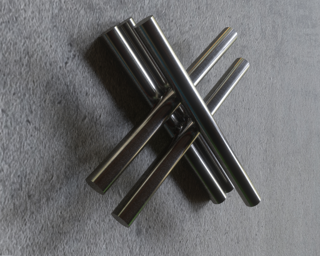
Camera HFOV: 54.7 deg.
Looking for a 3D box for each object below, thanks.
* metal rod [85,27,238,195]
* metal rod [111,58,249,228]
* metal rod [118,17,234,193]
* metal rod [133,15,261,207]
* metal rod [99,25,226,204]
[{"bbox_3d":[0.019,-0.040,0.391,0.301,0.025,0.025,-49,120,-29],"label":"metal rod"},{"bbox_3d":[0.042,0.001,0.411,0.301,0.025,0.025,-49,120,-29],"label":"metal rod"},{"bbox_3d":[0.032,-0.015,0.435,0.025,0.025,0.299,-50,120,-29],"label":"metal rod"},{"bbox_3d":[0.060,-0.003,0.393,0.025,0.025,0.299,-51,120,-28],"label":"metal rod"},{"bbox_3d":[0.016,-0.001,0.422,0.025,0.025,0.299,-50,120,-29],"label":"metal rod"}]
